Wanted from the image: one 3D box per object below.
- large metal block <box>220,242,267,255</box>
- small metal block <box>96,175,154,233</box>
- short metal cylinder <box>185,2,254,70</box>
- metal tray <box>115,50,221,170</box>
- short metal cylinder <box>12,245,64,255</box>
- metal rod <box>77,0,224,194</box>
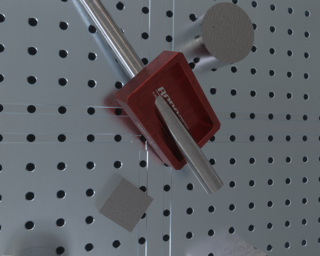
[{"bbox_3d":[0.116,0.225,0.443,0.081,0.050,0.080,-20,97,-19],"label":"large metal block"},{"bbox_3d":[-0.045,0.096,0.396,0.050,0.025,0.050,39,78,-16],"label":"small metal block"},{"bbox_3d":[0.082,-0.125,0.429,0.081,0.050,0.079,0,90,-20],"label":"short metal cylinder"},{"bbox_3d":[0.016,-0.020,0.392,0.090,0.030,0.130,-44,125,-14],"label":"metal tray"},{"bbox_3d":[-0.141,0.181,0.348,0.081,0.050,0.079,0,90,-20],"label":"short metal cylinder"},{"bbox_3d":[-0.013,-0.046,0.388,0.025,0.025,0.299,-35,94,-17],"label":"metal rod"}]
